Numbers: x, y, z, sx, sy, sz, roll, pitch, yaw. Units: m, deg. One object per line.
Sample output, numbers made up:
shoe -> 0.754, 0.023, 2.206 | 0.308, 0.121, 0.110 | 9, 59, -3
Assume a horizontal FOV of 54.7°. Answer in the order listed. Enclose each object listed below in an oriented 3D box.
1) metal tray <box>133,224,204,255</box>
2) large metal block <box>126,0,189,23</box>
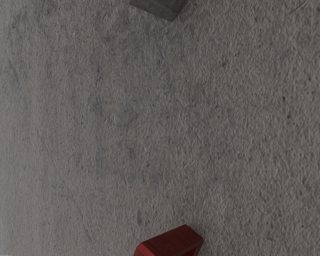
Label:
metal tray -> -0.005, 0.185, 0.366 | 0.030, 0.091, 0.129 | 32, 110, 35
large metal block -> -0.015, -0.185, 0.381 | 0.050, 0.081, 0.080 | -48, 62, 29
